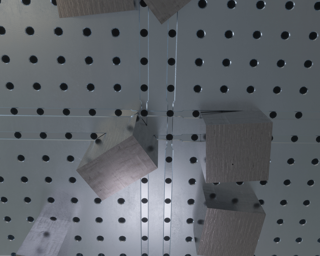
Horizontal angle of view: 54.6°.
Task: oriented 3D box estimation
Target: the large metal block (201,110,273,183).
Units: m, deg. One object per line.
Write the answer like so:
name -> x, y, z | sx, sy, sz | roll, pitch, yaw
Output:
large metal block -> 0.097, 0.024, 0.409 | 0.080, 0.050, 0.080 | -3, 110, 1

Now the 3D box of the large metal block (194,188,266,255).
large metal block -> 0.098, 0.140, 0.452 | 0.080, 0.050, 0.079 | 7, 110, -3

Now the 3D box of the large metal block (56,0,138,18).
large metal block -> -0.071, -0.167, 0.338 | 0.080, 0.050, 0.080 | -6, 110, 2

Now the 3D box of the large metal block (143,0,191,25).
large metal block -> 0.018, -0.157, 0.326 | 0.080, 0.080, 0.050 | -36, 106, 12

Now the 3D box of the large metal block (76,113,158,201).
large metal block -> -0.050, 0.034, 0.396 | 0.080, 0.080, 0.050 | -32, 107, 11

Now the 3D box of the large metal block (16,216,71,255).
large metal block -> -0.170, 0.191, 0.453 | 0.050, 0.080, 0.079 | 12, 110, -4
